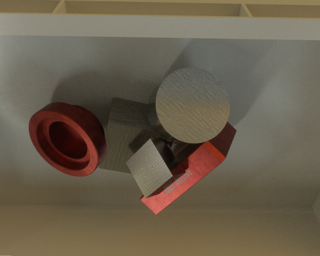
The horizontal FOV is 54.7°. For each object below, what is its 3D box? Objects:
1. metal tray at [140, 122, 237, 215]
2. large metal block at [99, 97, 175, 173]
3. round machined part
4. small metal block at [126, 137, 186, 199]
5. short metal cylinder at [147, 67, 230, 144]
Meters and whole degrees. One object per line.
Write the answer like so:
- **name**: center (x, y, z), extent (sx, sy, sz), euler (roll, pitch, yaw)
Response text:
- **metal tray**: center (0.037, 0.048, 0.404), extent (0.030, 0.090, 0.129), euler (44, 121, 0)
- **large metal block**: center (-0.030, 0.014, 0.403), extent (0.081, 0.050, 0.079), euler (11, 129, -10)
- **round machined part**: center (-0.109, 0.010, 0.388), extent (0.098, 0.042, 0.097), euler (13, 127, 18)
- **small metal block**: center (-0.006, 0.046, 0.362), extent (0.025, 0.050, 0.050), euler (-4, 146, -52)
- **short metal cylinder**: center (0.030, -0.022, 0.344), extent (0.081, 0.080, 0.050), euler (12, 173, -11)
